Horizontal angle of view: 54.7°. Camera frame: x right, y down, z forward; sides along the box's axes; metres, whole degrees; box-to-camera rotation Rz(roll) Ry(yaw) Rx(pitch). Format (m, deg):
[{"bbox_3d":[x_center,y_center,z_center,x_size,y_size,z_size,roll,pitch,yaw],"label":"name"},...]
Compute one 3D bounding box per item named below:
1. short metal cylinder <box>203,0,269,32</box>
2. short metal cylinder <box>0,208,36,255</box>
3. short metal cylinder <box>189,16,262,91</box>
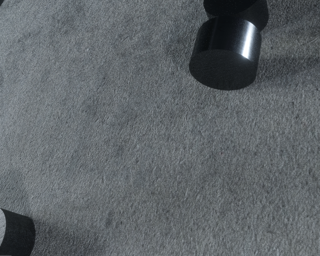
[{"bbox_3d":[0.107,-0.167,0.434,0.080,0.050,0.080,-13,56,21],"label":"short metal cylinder"},{"bbox_3d":[-0.215,0.150,0.409,0.080,0.050,0.080,-13,56,21],"label":"short metal cylinder"},{"bbox_3d":[0.080,-0.089,0.381,0.080,0.080,0.050,2,63,29],"label":"short metal cylinder"}]
